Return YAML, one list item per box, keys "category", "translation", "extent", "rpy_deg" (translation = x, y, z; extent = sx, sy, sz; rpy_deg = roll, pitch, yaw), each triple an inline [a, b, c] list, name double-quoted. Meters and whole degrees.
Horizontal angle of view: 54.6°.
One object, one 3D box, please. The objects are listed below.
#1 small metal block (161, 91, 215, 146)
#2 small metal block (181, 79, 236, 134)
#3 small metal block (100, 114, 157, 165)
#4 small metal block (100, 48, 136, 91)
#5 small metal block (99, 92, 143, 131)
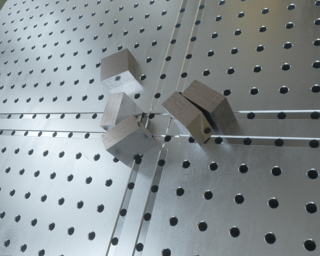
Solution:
- category: "small metal block"
  translation: [0.035, -0.012, 0.382]
  extent: [0.025, 0.050, 0.050]
  rpy_deg: [-44, 51, -1]
- category: "small metal block"
  translation: [0.060, -0.026, 0.377]
  extent: [0.025, 0.050, 0.050]
  rpy_deg: [-48, 51, -5]
- category: "small metal block"
  translation: [-0.040, 0.017, 0.404]
  extent: [0.050, 0.050, 0.025]
  rpy_deg: [-34, 52, 6]
- category: "small metal block"
  translation: [-0.068, -0.095, 0.504]
  extent: [0.050, 0.025, 0.050]
  rpy_deg: [-18, 54, 17]
- category: "small metal block"
  translation: [-0.052, -0.014, 0.428]
  extent: [0.025, 0.050, 0.050]
  rpy_deg: [-5, 60, 30]
